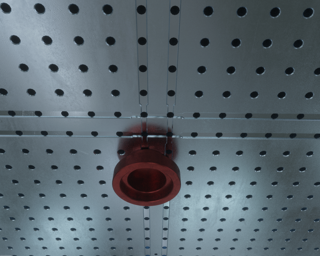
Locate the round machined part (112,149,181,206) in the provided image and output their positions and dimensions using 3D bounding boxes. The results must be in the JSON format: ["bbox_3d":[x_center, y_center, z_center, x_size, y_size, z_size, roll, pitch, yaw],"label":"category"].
[{"bbox_3d":[-0.019,0.069,0.459,0.099,0.042,0.097,0,130,0],"label":"round machined part"}]
